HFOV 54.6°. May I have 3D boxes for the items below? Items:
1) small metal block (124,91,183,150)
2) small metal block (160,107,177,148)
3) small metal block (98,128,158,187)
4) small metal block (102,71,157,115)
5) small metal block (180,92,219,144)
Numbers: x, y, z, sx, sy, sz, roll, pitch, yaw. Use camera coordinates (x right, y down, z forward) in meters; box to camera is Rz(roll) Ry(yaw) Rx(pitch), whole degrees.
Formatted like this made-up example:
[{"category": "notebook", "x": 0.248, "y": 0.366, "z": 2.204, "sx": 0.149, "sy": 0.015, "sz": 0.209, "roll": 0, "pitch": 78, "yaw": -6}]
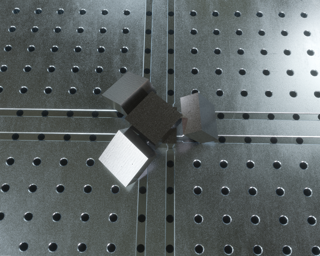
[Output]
[{"category": "small metal block", "x": -0.008, "y": -0.009, "z": 0.388, "sx": 0.050, "sy": 0.025, "sz": 0.050, "roll": 40, "pitch": 74, "yaw": 12}, {"category": "small metal block", "x": -0.003, "y": -0.001, "z": 0.412, "sx": 0.050, "sy": 0.025, "sz": 0.050, "roll": 1, "pitch": 73, "yaw": 0}, {"category": "small metal block", "x": -0.040, "y": 0.036, "z": 0.385, "sx": 0.050, "sy": 0.025, "sz": 0.050, "roll": 43, "pitch": 113, "yaw": 14}, {"category": "small metal block", "x": -0.041, "y": -0.046, "z": 0.415, "sx": 0.050, "sy": 0.025, "sz": 0.050, "roll": -45, "pitch": 40, "yaw": -15}, {"category": "small metal block", "x": 0.051, "y": -0.011, "z": 0.400, "sx": 0.025, "sy": 0.050, "sz": 0.050, "roll": -15, "pitch": 67, "yaw": 30}]
